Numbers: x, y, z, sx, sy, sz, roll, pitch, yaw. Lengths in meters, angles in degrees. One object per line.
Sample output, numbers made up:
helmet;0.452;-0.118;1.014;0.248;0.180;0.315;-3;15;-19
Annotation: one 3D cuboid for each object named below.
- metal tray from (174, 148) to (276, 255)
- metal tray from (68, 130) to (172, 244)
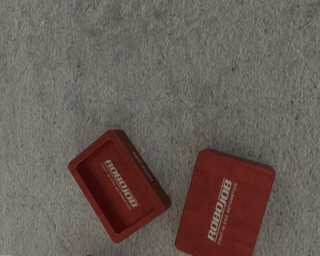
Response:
metal tray;0.078;0.098;0.379;0.090;0.030;0.129;16;95;19
metal tray;-0.057;0.078;0.426;0.090;0.030;0.130;-38;78;16
